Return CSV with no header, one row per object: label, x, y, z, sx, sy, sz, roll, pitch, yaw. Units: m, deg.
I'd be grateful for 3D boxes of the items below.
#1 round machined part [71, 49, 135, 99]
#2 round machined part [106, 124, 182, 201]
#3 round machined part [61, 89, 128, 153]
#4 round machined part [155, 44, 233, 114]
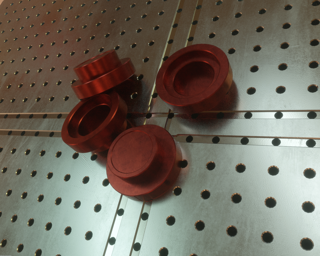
round machined part,-0.090,-0.085,0.466,0.098,0.042,0.098,-22,21,9
round machined part,-0.026,0.038,0.387,0.098,0.042,0.098,-13,56,20
round machined part,-0.086,-0.005,0.436,0.098,0.042,0.098,-21,43,21
round machined part,0.047,-0.060,0.408,0.098,0.042,0.098,-13,56,20
